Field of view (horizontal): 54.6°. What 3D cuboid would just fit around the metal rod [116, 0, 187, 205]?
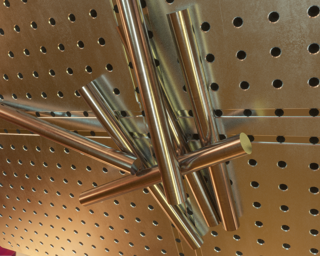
[{"bbox_3d":[-0.014,-0.054,0.348,0.025,0.025,0.298,-7,104,31],"label":"metal rod"}]

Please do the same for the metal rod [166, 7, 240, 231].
[{"bbox_3d":[0.060,0.008,0.384,0.025,0.025,0.299,-3,117,30],"label":"metal rod"}]

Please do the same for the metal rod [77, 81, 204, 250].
[{"bbox_3d":[-0.023,0.063,0.462,0.025,0.025,0.299,-25,105,37],"label":"metal rod"}]

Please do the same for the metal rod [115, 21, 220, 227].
[{"bbox_3d":[0.019,0.007,0.405,0.025,0.025,0.299,-12,113,33],"label":"metal rod"}]

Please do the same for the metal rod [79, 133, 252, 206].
[{"bbox_3d":[-0.015,0.067,0.427,0.299,0.025,0.025,-25,105,37],"label":"metal rod"}]

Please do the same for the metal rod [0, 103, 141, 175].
[{"bbox_3d":[-0.164,0.008,0.485,0.300,0.025,0.025,19,126,24],"label":"metal rod"}]
